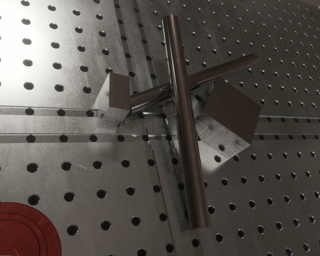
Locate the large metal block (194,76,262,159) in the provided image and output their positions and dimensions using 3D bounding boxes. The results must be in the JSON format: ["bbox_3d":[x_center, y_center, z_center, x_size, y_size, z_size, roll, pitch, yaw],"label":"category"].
[{"bbox_3d":[0.094,-0.015,0.454,0.080,0.050,0.080,34,51,-6],"label":"large metal block"}]

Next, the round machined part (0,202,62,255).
[{"bbox_3d":[-0.133,0.110,0.259,0.099,0.042,0.098,14,56,-21],"label":"round machined part"}]

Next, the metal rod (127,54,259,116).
[{"bbox_3d":[0.065,-0.078,0.492,0.302,0.025,0.025,-25,76,-37],"label":"metal rod"}]

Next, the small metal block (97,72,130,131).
[{"bbox_3d":[-0.058,-0.032,0.382,0.025,0.050,0.050,10,58,-23],"label":"small metal block"}]

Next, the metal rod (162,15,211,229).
[{"bbox_3d":[0.032,-0.022,0.414,0.025,0.025,0.299,4,68,-27],"label":"metal rod"}]
